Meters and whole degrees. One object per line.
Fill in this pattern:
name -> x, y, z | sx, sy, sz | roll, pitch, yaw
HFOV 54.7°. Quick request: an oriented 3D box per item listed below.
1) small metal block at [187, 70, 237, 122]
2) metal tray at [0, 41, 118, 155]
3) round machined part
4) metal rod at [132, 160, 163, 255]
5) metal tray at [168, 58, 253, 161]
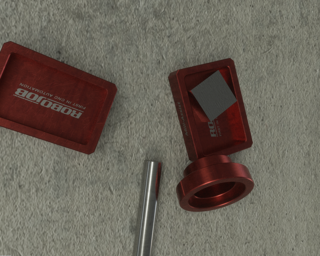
small metal block -> 0.068, -0.043, 0.422 | 0.050, 0.025, 0.050 | -38, 103, -16
metal tray -> -0.127, -0.031, 0.359 | 0.131, 0.030, 0.090 | 21, 83, -19
round machined part -> 0.069, 0.070, 0.408 | 0.099, 0.097, 0.042 | 1, 52, -21
metal rod -> -0.026, 0.191, 0.400 | 0.025, 0.025, 0.298 | 8, 87, -20
metal tray -> 0.072, -0.024, 0.434 | 0.091, 0.030, 0.129 | -17, 96, -20
